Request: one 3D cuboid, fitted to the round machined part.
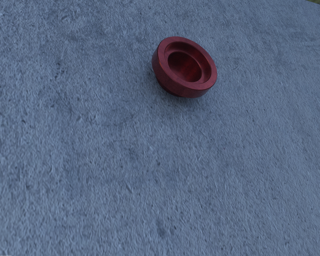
[{"bbox_3d":[0.032,-0.085,0.461,0.099,0.042,0.098,13,56,-21],"label":"round machined part"}]
